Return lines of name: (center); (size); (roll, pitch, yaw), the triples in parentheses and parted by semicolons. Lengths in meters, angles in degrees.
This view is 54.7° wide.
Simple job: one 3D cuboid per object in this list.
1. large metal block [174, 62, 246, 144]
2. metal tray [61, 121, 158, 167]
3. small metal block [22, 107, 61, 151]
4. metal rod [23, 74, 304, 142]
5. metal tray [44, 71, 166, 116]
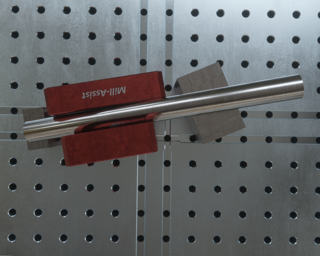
large metal block: (0.057, -0.028, 0.386); (0.050, 0.080, 0.080); (-23, 90, 0)
metal tray: (-0.050, 0.015, 0.360); (0.091, 0.130, 0.030); (-9, 91, -1)
small metal block: (-0.150, 0.001, 0.399); (0.025, 0.050, 0.050); (-8, 90, 0)
metal rod: (-0.005, -0.019, 0.338); (0.301, 0.025, 0.025); (-9, 90, 9)
metal tray: (-0.061, -0.039, 0.379); (0.131, 0.090, 0.030); (-9, 91, -1)
